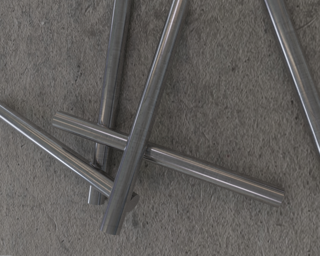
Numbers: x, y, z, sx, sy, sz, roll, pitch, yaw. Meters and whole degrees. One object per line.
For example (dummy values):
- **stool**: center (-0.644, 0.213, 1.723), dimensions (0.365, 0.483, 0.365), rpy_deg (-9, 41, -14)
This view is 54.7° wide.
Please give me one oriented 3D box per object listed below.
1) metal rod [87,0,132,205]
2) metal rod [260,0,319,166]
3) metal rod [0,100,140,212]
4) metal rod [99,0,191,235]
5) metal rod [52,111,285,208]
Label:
- **metal rod**: center (-0.070, -0.042, 0.433), dimensions (0.025, 0.025, 0.298), rpy_deg (9, 93, 20)
- **metal rod**: center (0.171, -0.020, 0.348), dimensions (0.025, 0.025, 0.299), rpy_deg (-19, 84, 19)
- **metal rod**: center (-0.153, 0.027, 0.444), dimensions (0.300, 0.025, 0.025), rpy_deg (29, 100, 24)
- **metal rod**: center (-0.015, -0.022, 0.378), dimensions (0.025, 0.025, 0.299), rpy_deg (14, 81, 19)
- **metal rod**: center (0.001, 0.035, 0.391), dimensions (0.301, 0.025, 0.025), rpy_deg (18, 96, 12)
